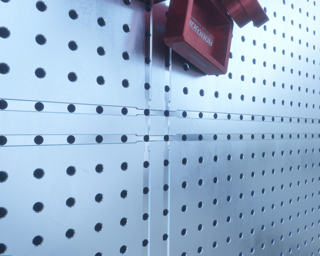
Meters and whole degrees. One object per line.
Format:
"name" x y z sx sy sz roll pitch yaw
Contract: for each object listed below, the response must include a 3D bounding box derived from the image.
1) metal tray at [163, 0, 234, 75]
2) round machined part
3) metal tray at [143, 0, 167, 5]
"metal tray" 0.060 -0.137 0.435 0.131 0.030 0.090 19 78 -53
"round machined part" 0.125 -0.196 0.483 0.098 0.042 0.098 42 29 -30
"metal tray" -0.036 -0.213 0.361 0.131 0.030 0.089 7 85 -49
